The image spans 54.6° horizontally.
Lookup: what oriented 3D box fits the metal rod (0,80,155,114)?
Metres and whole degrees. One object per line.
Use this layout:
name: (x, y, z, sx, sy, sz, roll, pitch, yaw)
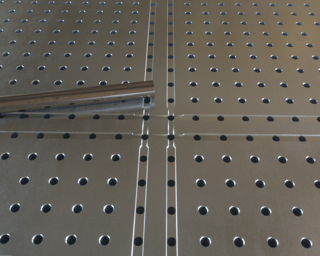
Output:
metal rod: (-0.159, -0.040, 0.440, 0.302, 0.025, 0.025, -7, 50, -6)
